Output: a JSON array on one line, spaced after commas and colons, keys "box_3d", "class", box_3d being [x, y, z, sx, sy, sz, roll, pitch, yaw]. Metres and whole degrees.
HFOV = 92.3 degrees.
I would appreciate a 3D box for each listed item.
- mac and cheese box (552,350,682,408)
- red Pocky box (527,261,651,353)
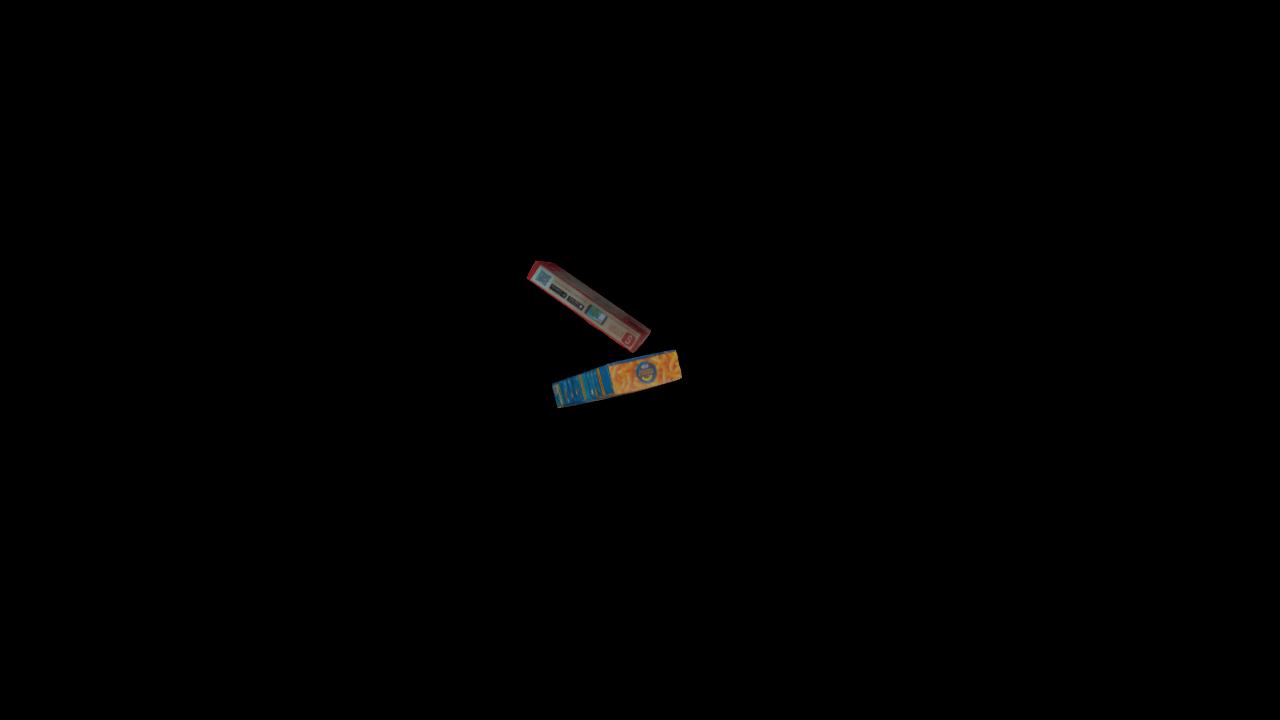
[{"box_3d": [-0.035, 0.026, 0.768, 0.093, 0.041, 0.184, -11, -3, -28], "class": "mac and cheese box"}, {"box_3d": [-0.059, -0.066, 0.745, 0.155, 0.028, 0.083, 35, 11, 1], "class": "red Pocky box"}]
